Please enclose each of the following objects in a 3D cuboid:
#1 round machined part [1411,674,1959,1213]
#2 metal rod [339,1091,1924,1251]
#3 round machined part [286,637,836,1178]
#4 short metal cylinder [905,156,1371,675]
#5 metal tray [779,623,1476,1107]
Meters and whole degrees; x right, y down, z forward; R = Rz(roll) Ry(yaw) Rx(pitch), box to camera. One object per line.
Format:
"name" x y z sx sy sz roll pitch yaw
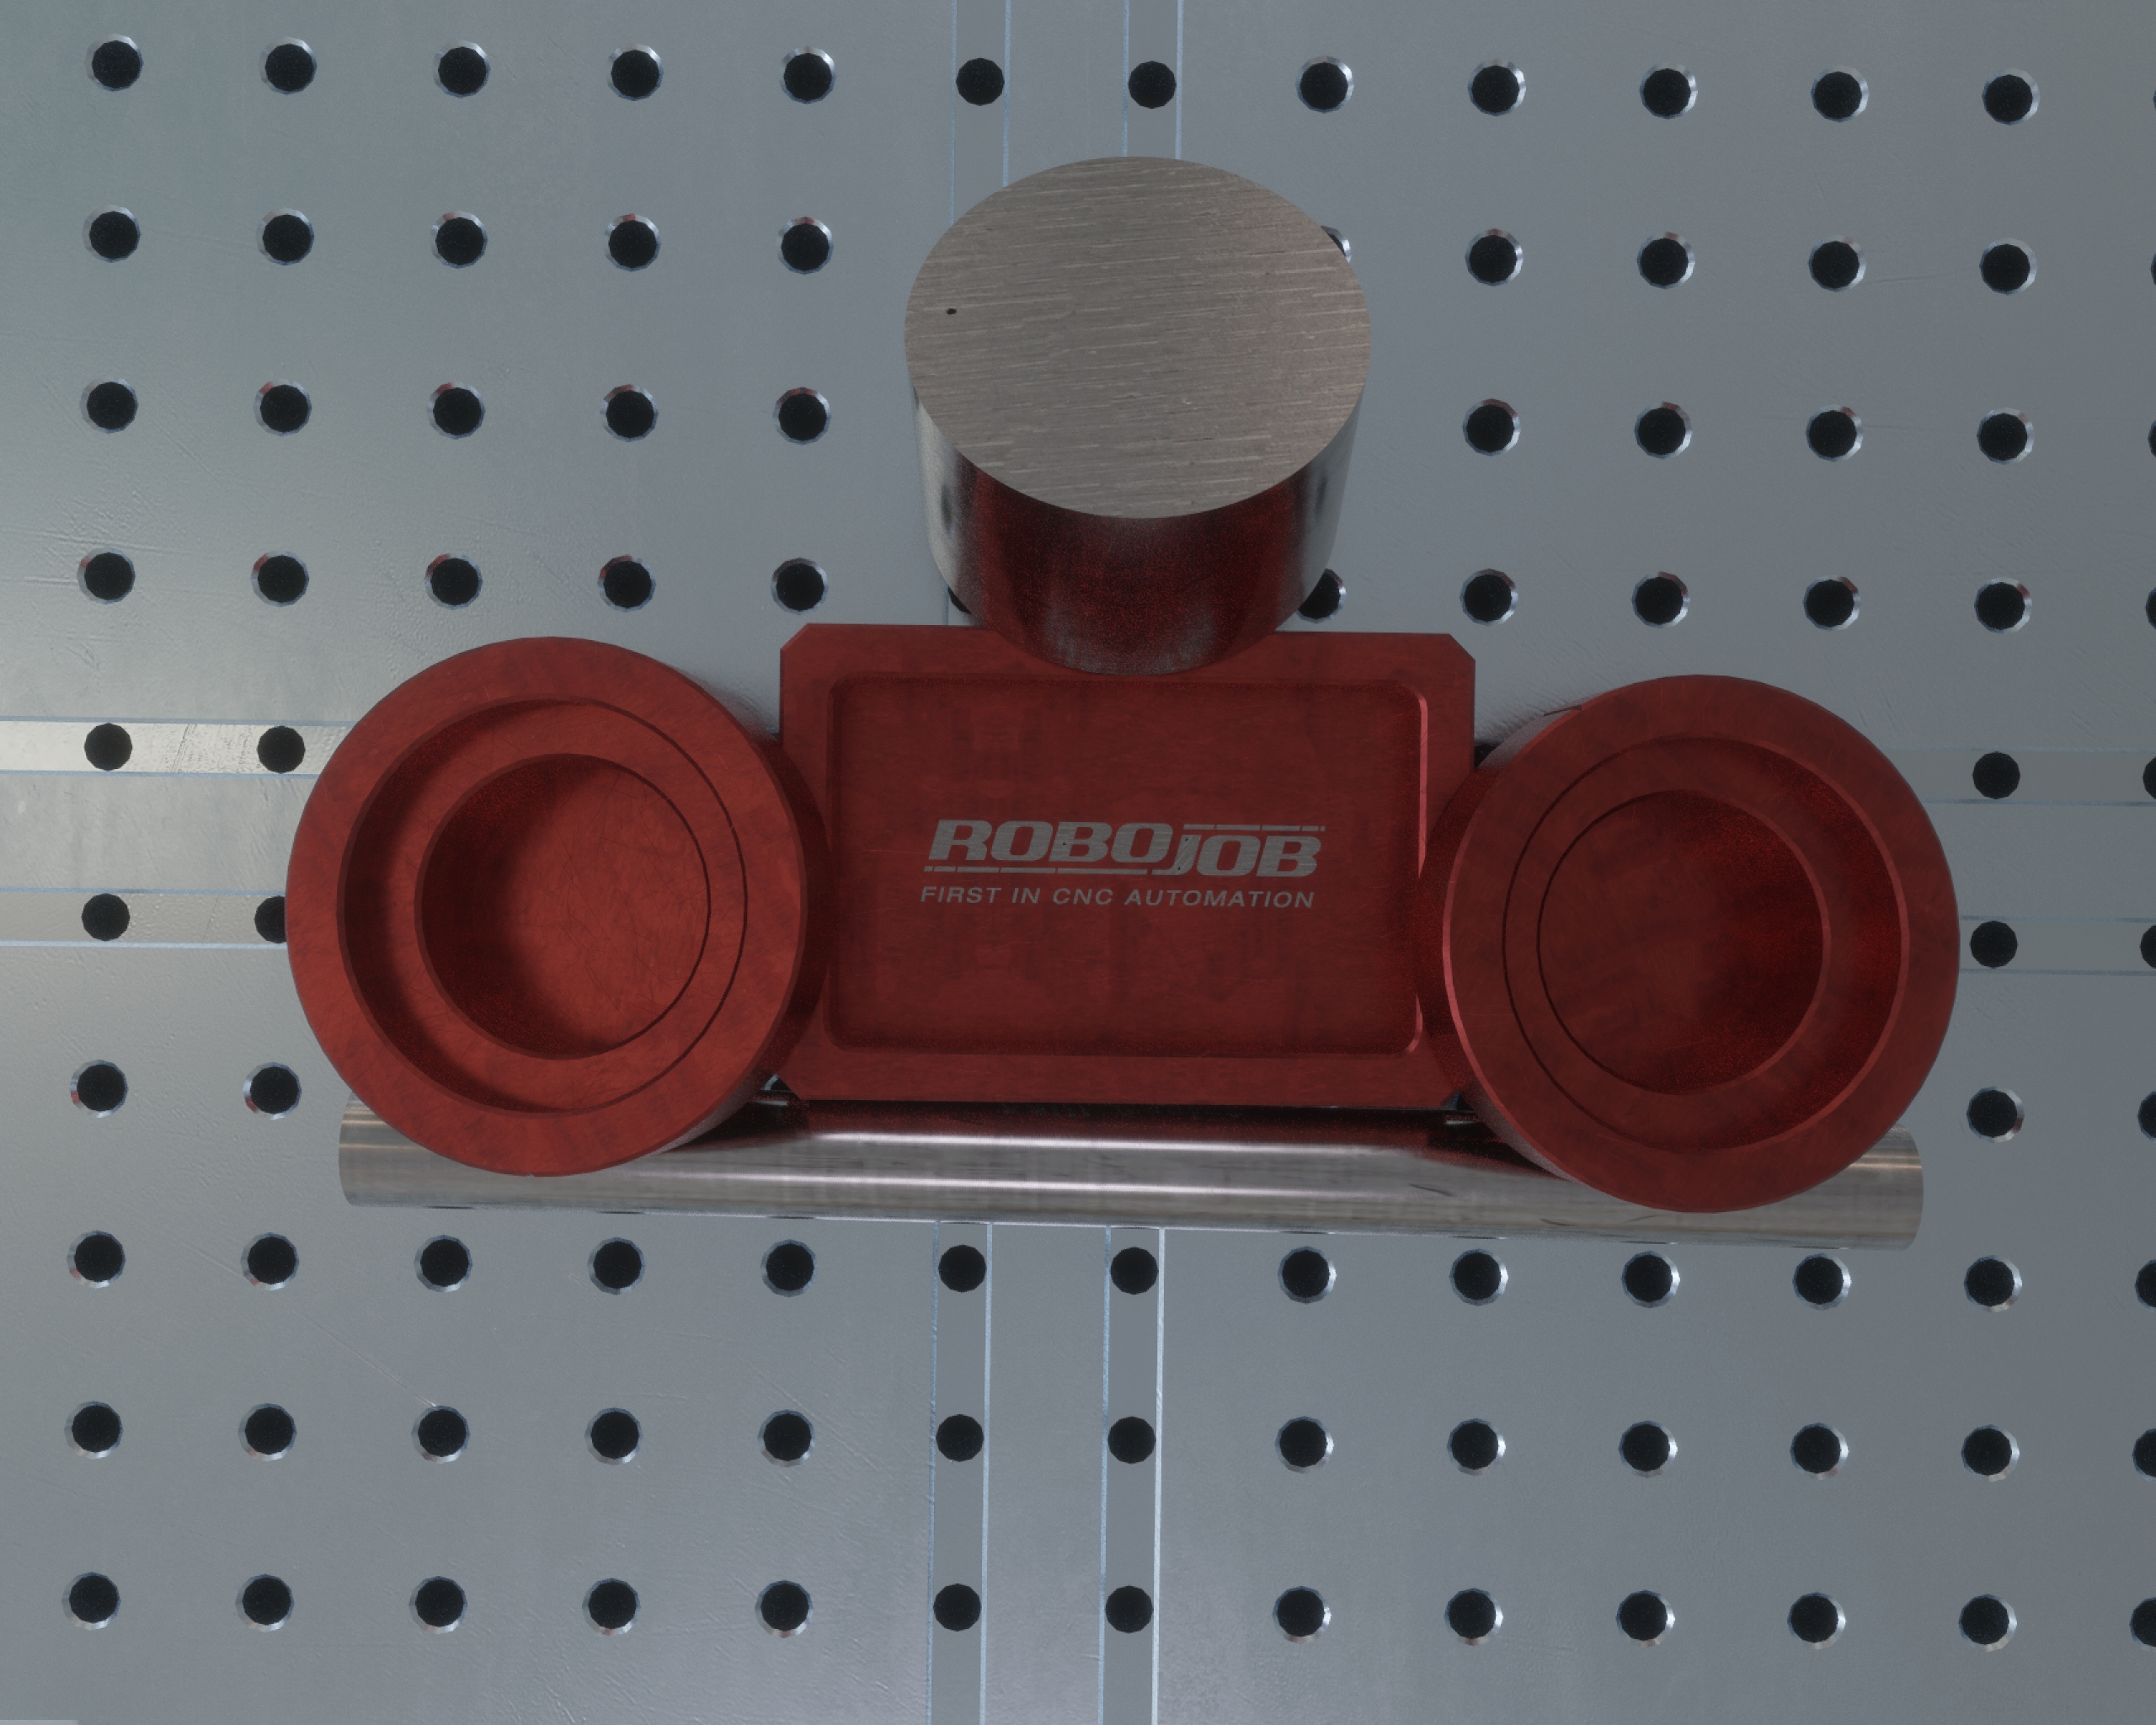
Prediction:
"round machined part" 0.111 0.015 0.397 0.099 0.042 0.097 0 88 -8
"metal rod" 0.011 0.059 0.409 0.302 0.025 0.025 2 90 0
"round machined part" -0.094 0.009 0.395 0.099 0.042 0.097 0 87 8
"short metal cylinder" 0.010 -0.081 0.382 0.081 0.050 0.080 0 64 0
"metal tray" 0.009 0.000 0.406 0.131 0.030 0.089 1 91 -1
